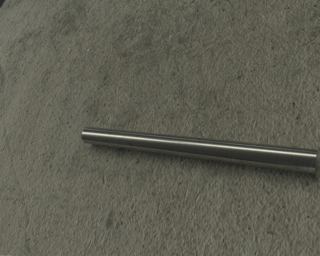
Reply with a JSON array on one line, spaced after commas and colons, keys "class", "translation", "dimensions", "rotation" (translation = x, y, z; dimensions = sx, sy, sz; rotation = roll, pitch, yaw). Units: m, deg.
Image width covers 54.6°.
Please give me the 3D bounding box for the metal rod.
[{"class": "metal rod", "translation": [0.024, 0.022, 0.378], "dimensions": [0.300, 0.025, 0.025], "rotation": [5, 64, 30]}]
